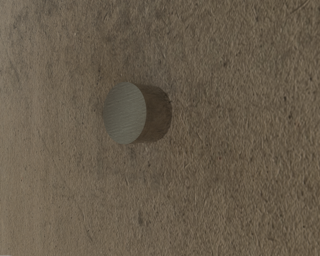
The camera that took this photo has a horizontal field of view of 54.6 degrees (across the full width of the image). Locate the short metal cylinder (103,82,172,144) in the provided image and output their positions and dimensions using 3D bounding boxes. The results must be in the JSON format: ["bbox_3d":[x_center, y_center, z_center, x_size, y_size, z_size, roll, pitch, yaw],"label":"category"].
[{"bbox_3d":[-0.031,-0.019,0.415,0.080,0.050,0.080,0,90,40],"label":"short metal cylinder"}]
